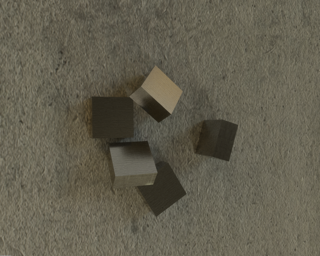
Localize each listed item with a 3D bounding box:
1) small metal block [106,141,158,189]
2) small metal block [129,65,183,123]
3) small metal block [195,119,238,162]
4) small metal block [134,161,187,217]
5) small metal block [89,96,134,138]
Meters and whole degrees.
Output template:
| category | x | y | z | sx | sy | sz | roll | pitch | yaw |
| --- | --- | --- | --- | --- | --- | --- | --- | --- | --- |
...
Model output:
| category | x | y | z | sx | sy | sz | roll | pitch | yaw |
| --- | --- | --- | --- | --- | --- | --- | --- | --- | --- |
| small metal block | -0.036 | 0.044 | 0.381 | 0.050 | 0.025 | 0.050 | -2 | 47 | -20 |
| small metal block | -0.004 | -0.044 | 0.395 | 0.050 | 0.025 | 0.050 | 42 | 44 | -15 |
| small metal block | 0.076 | 0.016 | 0.424 | 0.025 | 0.050 | 0.050 | 17 | 84 | -19 |
| small metal block | -0.001 | 0.079 | 0.409 | 0.050 | 0.025 | 0.050 | -33 | 101 | -17 |
| small metal block | -0.061 | -0.013 | 0.386 | 0.050 | 0.025 | 0.050 | -1 | 90 | -20 |
